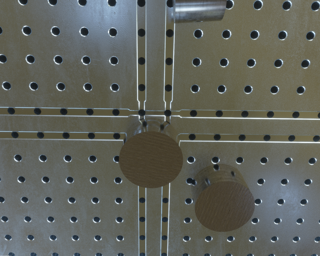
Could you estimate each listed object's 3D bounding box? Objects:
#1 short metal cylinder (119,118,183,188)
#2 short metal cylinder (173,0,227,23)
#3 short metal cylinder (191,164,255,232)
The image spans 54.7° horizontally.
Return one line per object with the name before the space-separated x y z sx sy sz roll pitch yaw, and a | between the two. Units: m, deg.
short metal cylinder | -0.011 0.032 0.412 0.081 0.050 0.079 0 110 -1
short metal cylinder | 0.039 -0.154 0.328 0.050 0.080 0.079 -3 110 1
short metal cylinder | 0.087 0.098 0.437 0.081 0.050 0.079 0 110 -1
